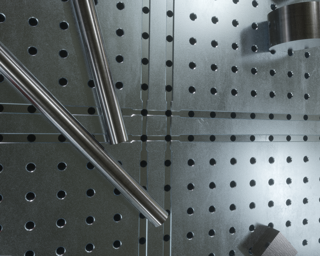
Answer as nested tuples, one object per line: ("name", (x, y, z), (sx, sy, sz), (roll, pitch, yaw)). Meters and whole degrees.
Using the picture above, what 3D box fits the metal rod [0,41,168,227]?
("metal rod", (-0.096, 0.013, 0.377), (0.025, 0.025, 0.300), (-45, 104, -14))

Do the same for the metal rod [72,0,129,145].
("metal rod", (-0.087, -0.127, 0.380), (0.025, 0.025, 0.298), (-15, 95, -19))

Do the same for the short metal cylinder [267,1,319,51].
("short metal cylinder", (0.202, -0.147, 0.457), (0.081, 0.080, 0.050), (-5, 92, -20))

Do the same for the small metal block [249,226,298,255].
("small metal block", (0.175, 0.191, 0.477), (0.050, 0.025, 0.050), (-45, 104, -14))
